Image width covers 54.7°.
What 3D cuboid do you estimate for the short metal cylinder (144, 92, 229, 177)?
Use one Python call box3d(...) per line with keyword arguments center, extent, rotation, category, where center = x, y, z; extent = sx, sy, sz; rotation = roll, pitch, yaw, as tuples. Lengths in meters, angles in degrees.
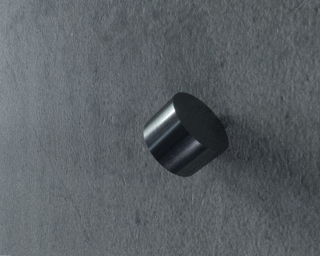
box3d(center=(0.029, 0.007, 0.344), extent=(0.050, 0.081, 0.080), rotation=(-43, 64, 31), category="short metal cylinder")
